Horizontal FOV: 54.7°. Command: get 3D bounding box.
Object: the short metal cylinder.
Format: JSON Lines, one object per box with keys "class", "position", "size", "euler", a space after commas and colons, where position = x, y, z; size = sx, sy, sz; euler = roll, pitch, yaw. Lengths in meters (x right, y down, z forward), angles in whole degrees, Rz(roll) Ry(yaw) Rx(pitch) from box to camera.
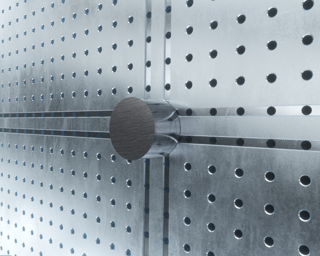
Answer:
{"class": "short metal cylinder", "position": [-0.021, 0.001, 0.407], "size": [0.080, 0.050, 0.079], "euler": [0, 90, 39]}
